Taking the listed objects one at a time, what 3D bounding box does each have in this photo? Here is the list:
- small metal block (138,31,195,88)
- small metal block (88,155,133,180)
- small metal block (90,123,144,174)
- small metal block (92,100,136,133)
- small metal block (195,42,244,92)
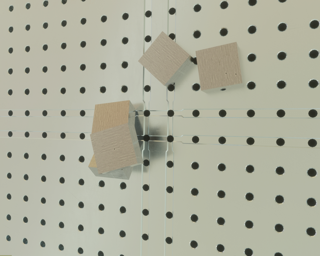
[{"bbox_3d":[0.009,-0.090,0.410,0.050,0.025,0.050,45,104,14],"label":"small metal block"},{"bbox_3d":[-0.061,0.040,0.421,0.050,0.025,0.050,3,52,20],"label":"small metal block"},{"bbox_3d":[-0.053,0.026,0.381,0.050,0.025,0.050,-17,80,11],"label":"small metal block"},{"bbox_3d":[-0.062,-0.007,0.422,0.050,0.025,0.050,-6,61,13],"label":"small metal block"},{"bbox_3d":[0.075,-0.074,0.386,0.050,0.025,0.050,-9,87,20],"label":"small metal block"}]
